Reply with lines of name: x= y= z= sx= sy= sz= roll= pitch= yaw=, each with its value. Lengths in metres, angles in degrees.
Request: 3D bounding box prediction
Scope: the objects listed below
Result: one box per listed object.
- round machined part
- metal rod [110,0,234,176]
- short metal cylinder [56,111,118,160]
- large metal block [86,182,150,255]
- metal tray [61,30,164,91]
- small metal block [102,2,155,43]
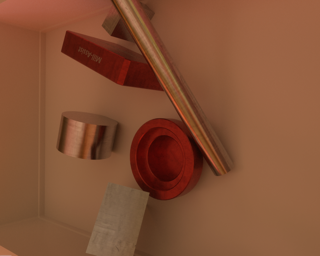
round machined part: x=0.012 y=0.037 z=0.384 sx=0.098 sy=0.042 sz=0.097 roll=0 pitch=90 yaw=39
metal rod: x=-0.005 y=-0.079 z=0.324 sx=0.025 sy=0.025 sz=0.299 roll=-24 pitch=102 yaw=37
short metal cylinder: x=-0.107 y=0.009 z=0.457 sx=0.080 sy=0.081 sz=0.050 roll=21 pitch=103 yaw=38
large metal block: x=-0.050 y=0.121 z=0.385 sx=0.050 sy=0.080 sz=0.080 roll=15 pitch=66 yaw=0
metal tray: x=-0.056 y=-0.088 z=0.408 sx=0.130 sy=0.091 sz=0.030 roll=32 pitch=110 yaw=35
small metal block: x=-0.043 y=-0.149 z=0.424 sx=0.025 sy=0.050 sz=0.050 roll=51 pitch=120 yaw=27
